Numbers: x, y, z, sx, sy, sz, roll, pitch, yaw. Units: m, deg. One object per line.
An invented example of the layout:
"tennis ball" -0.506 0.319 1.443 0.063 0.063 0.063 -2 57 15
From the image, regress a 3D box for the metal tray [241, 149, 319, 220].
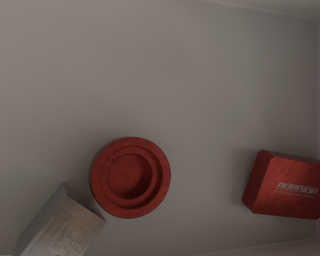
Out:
"metal tray" 0.198 0.088 0.471 0.131 0.030 0.089 11 102 -20

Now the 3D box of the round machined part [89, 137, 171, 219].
"round machined part" -0.039 0.059 0.388 0.099 0.042 0.097 0 90 -21

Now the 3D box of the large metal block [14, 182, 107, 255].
"large metal block" -0.111 0.113 0.341 0.050 0.080 0.080 40 77 -16
